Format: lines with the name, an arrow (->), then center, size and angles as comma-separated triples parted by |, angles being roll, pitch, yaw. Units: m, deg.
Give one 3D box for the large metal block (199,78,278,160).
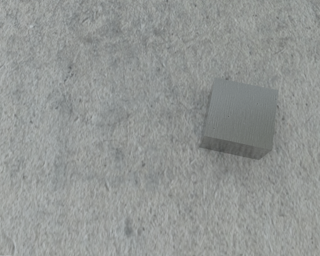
large metal block -> 0.100, -0.011, 0.400 | 0.080, 0.050, 0.080 | 12, 70, 4
